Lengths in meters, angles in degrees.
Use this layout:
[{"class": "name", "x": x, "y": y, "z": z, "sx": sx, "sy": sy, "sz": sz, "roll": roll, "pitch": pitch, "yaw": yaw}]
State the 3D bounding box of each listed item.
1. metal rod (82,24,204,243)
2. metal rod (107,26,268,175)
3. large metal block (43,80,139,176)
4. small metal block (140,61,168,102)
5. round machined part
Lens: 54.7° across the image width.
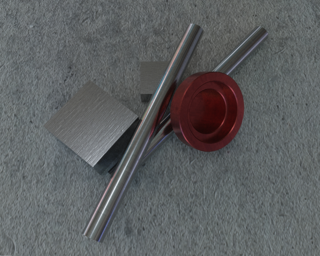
[{"class": "metal rod", "x": -0.012, "y": -0.009, "z": 0.383, "sx": 0.025, "sy": 0.025, "sz": 0.300, "roll": 23, "pitch": 71, "yaw": 8}, {"class": "metal rod", "x": 0.047, "y": -0.039, "z": 0.422, "sx": 0.025, "sy": 0.025, "sz": 0.301, "roll": 42, "pitch": 75, "yaw": 13}, {"class": "large metal block", "x": -0.082, "y": 0.000, "z": 0.394, "sx": 0.080, "sy": 0.050, "sz": 0.080, "roll": 37, "pitch": 74, "yaw": 12}, {"class": "small metal block", "x": -0.001, "y": -0.065, "z": 0.432, "sx": 0.050, "sy": 0.025, "sz": 0.050, "roll": -1, "pitch": 70, "yaw": -1}, {"class": "round machined part", "x": 0.055, "y": -0.022, "z": 0.390, "sx": 0.099, "sy": 0.042, "sz": 0.097, "roll": -6, "pitch": 102, "yaw": -28}]
